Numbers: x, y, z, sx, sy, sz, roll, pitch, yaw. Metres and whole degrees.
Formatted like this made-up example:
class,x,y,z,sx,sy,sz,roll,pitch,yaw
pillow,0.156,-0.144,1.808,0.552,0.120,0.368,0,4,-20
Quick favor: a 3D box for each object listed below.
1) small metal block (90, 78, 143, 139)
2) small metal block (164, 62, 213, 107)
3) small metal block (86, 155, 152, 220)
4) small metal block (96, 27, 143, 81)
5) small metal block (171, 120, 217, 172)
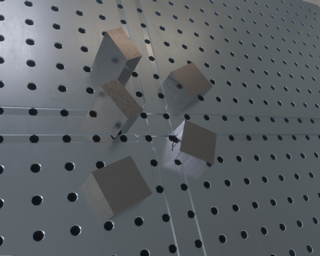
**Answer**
class,x,y,z,sx,sy,sz,roll,pitch,yaw
small metal block,-0.054,-0.023,0.377,0.025,0.050,0.050,-35,81,-38
small metal block,0.044,-0.067,0.472,0.050,0.025,0.050,-31,79,-38
small metal block,-0.045,0.065,0.344,0.050,0.025,0.050,-22,73,-36
small metal block,-0.057,-0.098,0.421,0.025,0.050,0.050,-28,77,-37
small metal block,0.046,0.024,0.418,0.050,0.025,0.050,23,53,-14
